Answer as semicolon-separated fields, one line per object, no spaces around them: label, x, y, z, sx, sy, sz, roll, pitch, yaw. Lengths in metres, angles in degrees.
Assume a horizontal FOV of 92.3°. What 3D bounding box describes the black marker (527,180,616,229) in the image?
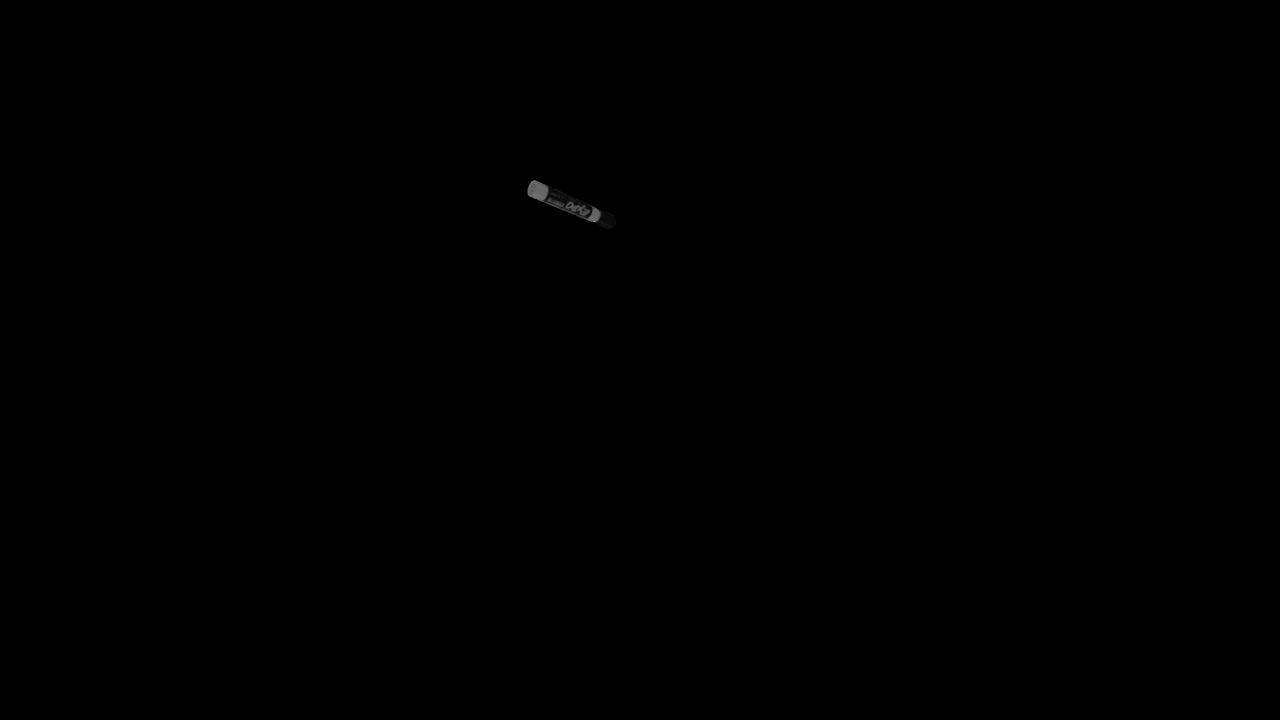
black marker;-0.074;-0.177;0.709;0.121;0.020;0.020;13;-9;-43
